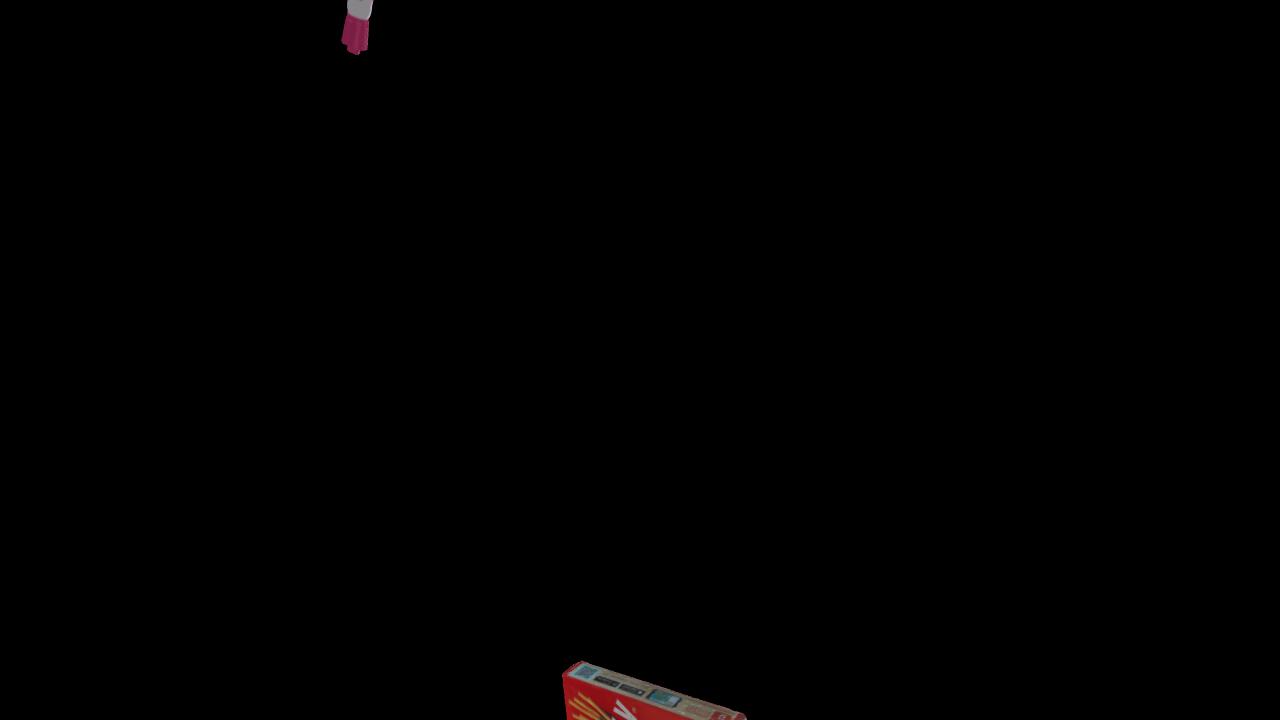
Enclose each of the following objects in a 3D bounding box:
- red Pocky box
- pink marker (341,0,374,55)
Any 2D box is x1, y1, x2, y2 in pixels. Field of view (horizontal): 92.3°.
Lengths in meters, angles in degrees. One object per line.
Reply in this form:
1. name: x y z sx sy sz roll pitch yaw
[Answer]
1. red Pocky box: 0.009 0.289 0.464 0.155 0.083 0.028 -2 7 35
2. pink marker: -0.203 -0.287 0.453 0.020 0.121 0.020 19 36 -14
